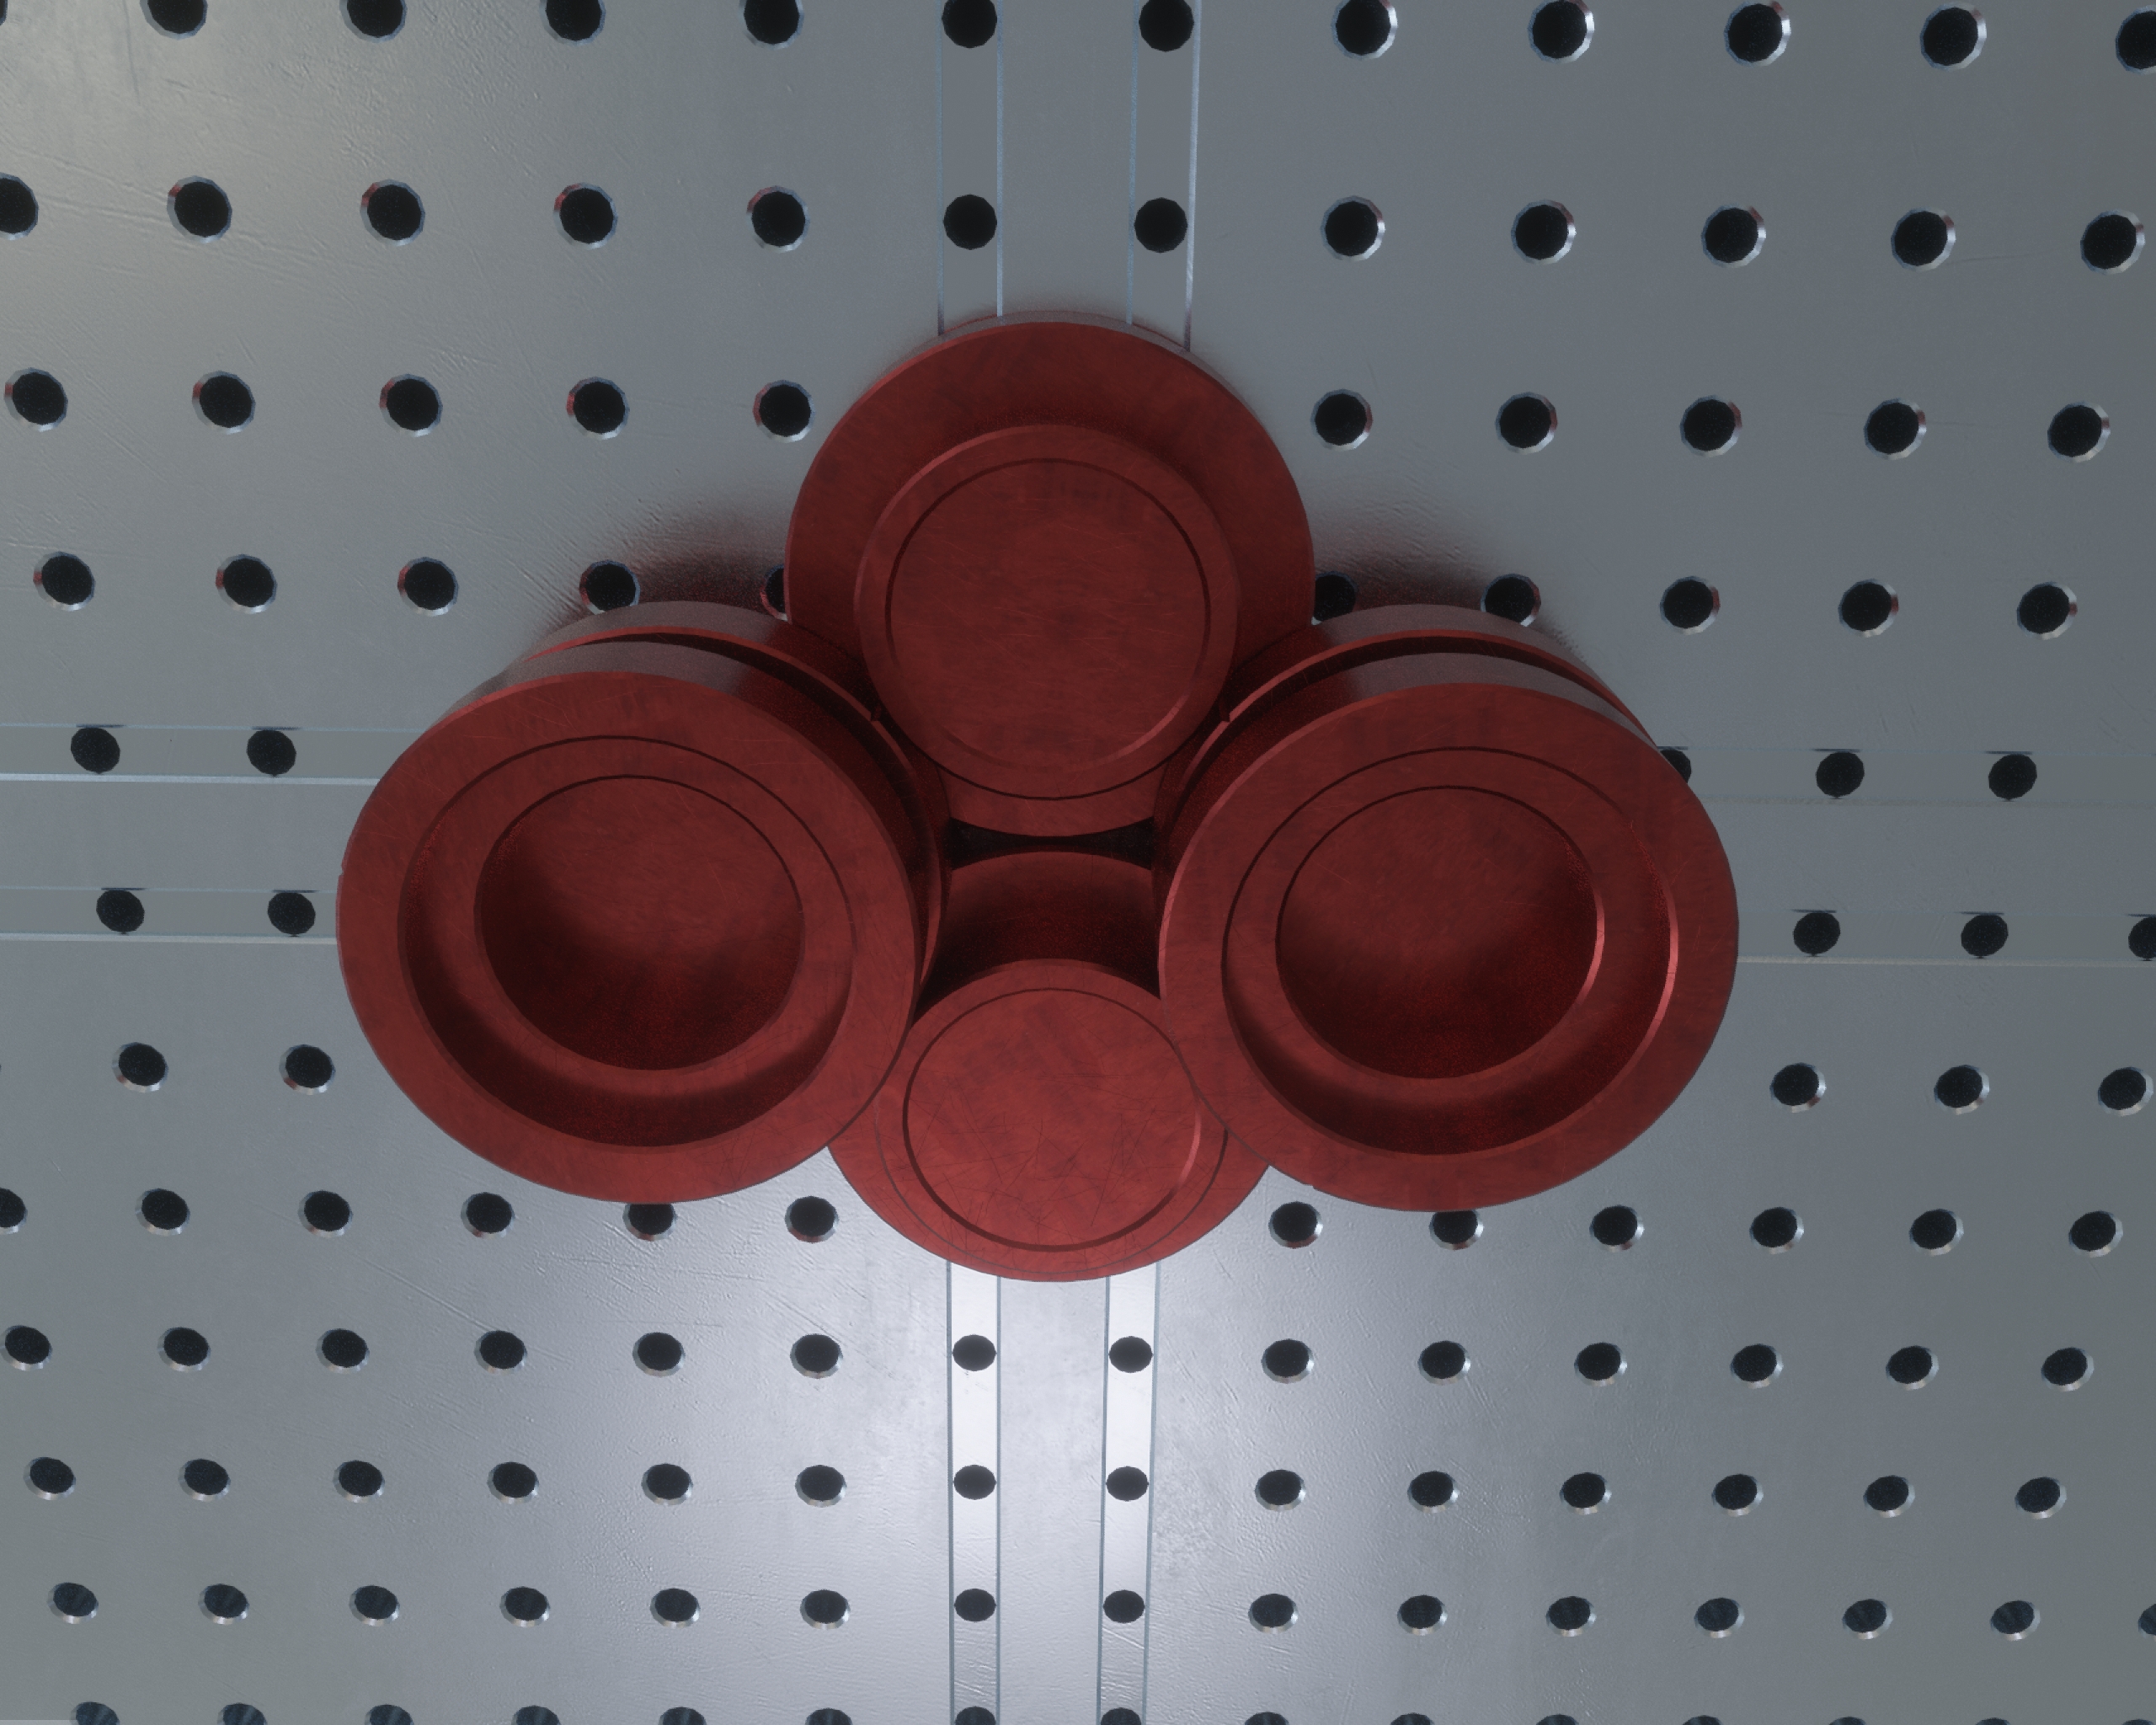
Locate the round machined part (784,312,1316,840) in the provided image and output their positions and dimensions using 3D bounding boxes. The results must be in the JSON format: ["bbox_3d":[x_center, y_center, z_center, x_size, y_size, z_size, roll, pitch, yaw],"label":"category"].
[{"bbox_3d":[-0.005,-0.050,0.386,0.099,0.042,0.097,0,110,0],"label":"round machined part"}]

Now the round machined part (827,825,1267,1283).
[{"bbox_3d":[-0.005,0.043,0.419,0.099,0.042,0.097,0,110,0],"label":"round machined part"}]

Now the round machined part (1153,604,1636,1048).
[{"bbox_3d":[0.063,-0.003,0.403,0.099,0.042,0.097,0,110,0],"label":"round machined part"}]

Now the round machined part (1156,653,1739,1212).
[{"bbox_3d":[0.063,0.010,0.373,0.099,0.042,0.097,0,110,0],"label":"round machined part"}]

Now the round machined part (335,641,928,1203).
[{"bbox_3d":[-0.076,0.008,0.372,0.099,0.042,0.097,0,110,0],"label":"round machined part"}]

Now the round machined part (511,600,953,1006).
[{"bbox_3d":[-0.073,-0.003,0.402,0.099,0.042,0.097,0,110,0],"label":"round machined part"}]
